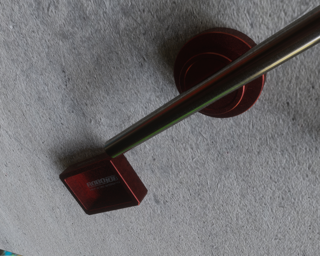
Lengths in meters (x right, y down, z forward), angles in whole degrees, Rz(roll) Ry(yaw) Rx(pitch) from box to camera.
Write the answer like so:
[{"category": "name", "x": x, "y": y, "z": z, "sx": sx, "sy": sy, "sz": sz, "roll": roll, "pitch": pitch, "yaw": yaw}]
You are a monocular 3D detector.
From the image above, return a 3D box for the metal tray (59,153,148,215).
[{"category": "metal tray", "x": -0.095, "y": 0.092, "z": 0.508, "sx": 0.130, "sy": 0.030, "sz": 0.090, "roll": -21, "pitch": 108, "yaw": 35}]

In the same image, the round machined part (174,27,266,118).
[{"category": "round machined part", "x": 0.060, "y": -0.053, "z": 0.331, "sx": 0.098, "sy": 0.042, "sz": 0.097, "roll": 13, "pitch": 124, "yaw": 20}]

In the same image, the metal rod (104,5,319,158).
[{"category": "metal rod", "x": 0.042, "y": -0.033, "z": 0.309, "sx": 0.299, "sy": 0.025, "sz": 0.025, "roll": -30, "pitch": 102, "yaw": 37}]
